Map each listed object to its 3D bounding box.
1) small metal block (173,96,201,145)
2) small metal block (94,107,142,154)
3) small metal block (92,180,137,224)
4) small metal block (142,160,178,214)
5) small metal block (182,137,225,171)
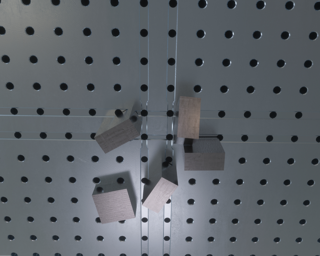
[{"bbox_3d":[0.033,-0.008,0.387,0.025,0.050,0.050,5,78,-2],"label":"small metal block"},{"bbox_3d":[-0.052,0.002,0.400,0.050,0.050,0.025,-28,108,10],"label":"small metal block"},{"bbox_3d":[-0.066,0.108,0.453,0.050,0.025,0.050,-12,110,4],"label":"small metal block"},{"bbox_3d":[0.000,0.080,0.429,0.025,0.050,0.050,30,107,-11],"label":"small metal block"},{"bbox_3d":[0.056,0.034,0.413,0.050,0.050,0.025,0,110,0],"label":"small metal block"}]
